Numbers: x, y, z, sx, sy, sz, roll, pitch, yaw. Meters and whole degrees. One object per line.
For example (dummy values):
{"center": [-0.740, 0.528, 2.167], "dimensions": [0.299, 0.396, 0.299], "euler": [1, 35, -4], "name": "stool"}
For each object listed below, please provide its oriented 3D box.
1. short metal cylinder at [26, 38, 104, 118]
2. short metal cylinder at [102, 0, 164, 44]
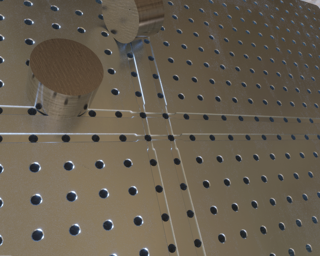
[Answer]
{"center": [-0.113, -0.058, 0.366], "dimensions": [0.081, 0.050, 0.080], "euler": [14, 56, -21], "name": "short metal cylinder"}
{"center": [-0.040, -0.170, 0.455], "dimensions": [0.050, 0.080, 0.080], "euler": [-30, 79, -38], "name": "short metal cylinder"}
